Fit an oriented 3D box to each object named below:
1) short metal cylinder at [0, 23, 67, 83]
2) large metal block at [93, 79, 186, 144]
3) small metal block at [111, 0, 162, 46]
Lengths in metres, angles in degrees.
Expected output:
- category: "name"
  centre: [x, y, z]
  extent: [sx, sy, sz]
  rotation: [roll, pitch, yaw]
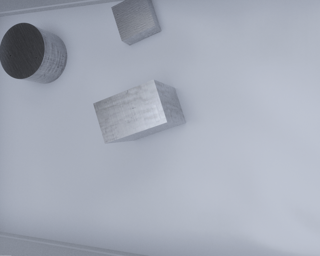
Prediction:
- category: "short metal cylinder"
  centre: [-0.188, -0.109, 0.462]
  extent: [0.080, 0.050, 0.079]
  rotation: [0, 90, 19]
- category: "large metal block"
  centre: [-0.022, -0.018, 0.388]
  extent: [0.080, 0.080, 0.050]
  rotation: [-19, 84, 19]
- category: "small metal block"
  centre: [-0.032, -0.148, 0.421]
  extent: [0.050, 0.025, 0.050]
  rotation: [-19, 84, 18]
